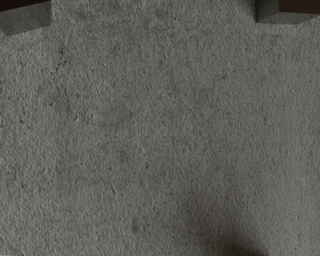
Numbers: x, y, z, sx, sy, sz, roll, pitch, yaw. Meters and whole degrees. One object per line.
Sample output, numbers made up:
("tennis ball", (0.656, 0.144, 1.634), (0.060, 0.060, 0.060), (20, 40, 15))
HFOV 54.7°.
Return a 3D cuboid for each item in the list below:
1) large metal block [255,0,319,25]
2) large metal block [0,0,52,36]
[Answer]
("large metal block", (0.191, -0.204, 0.466), (0.081, 0.050, 0.079), (-5, 92, -20))
("large metal block", (-0.154, -0.151, 0.323), (0.050, 0.080, 0.080), (-22, 98, -19))
